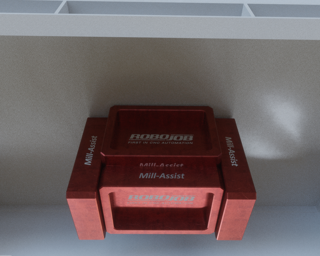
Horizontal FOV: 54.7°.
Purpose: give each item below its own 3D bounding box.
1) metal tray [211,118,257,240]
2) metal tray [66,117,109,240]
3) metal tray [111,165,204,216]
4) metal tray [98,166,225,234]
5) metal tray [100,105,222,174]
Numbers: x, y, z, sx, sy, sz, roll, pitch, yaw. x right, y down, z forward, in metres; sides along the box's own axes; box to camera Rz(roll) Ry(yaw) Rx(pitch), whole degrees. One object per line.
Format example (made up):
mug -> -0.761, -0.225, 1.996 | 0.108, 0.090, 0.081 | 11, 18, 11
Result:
metal tray -> 0.083, 0.060, 0.389 | 0.030, 0.130, 0.089 | 1, 131, -1
metal tray -> -0.080, 0.059, 0.387 | 0.030, 0.130, 0.089 | 0, 131, 0
metal tray -> 0.001, 0.079, 0.430 | 0.131, 0.090, 0.030 | 0, 130, -1
metal tray -> 0.001, 0.085, 0.357 | 0.131, 0.030, 0.089 | 0, 130, -1
metal tray -> 0.002, 0.012, 0.372 | 0.131, 0.090, 0.030 | 1, 131, 0
